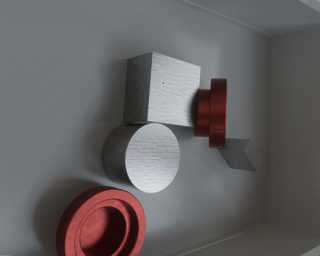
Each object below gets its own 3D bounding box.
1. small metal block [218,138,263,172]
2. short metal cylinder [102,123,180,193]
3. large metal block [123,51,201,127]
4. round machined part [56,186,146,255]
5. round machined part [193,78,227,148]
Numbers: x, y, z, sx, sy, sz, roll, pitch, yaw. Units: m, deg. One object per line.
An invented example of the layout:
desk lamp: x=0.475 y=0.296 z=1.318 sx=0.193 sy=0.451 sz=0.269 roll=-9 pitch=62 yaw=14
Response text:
small metal block: x=0.131 y=0.043 z=0.503 sx=0.050 sy=0.050 sz=0.025 roll=51 pitch=60 yaw=-28
short metal cylinder: x=-0.022 y=0.034 z=0.374 sx=0.081 sy=0.050 sz=0.079 roll=0 pitch=90 yaw=-40
large metal block: x=0.003 y=-0.044 z=0.395 sx=0.081 sy=0.050 sz=0.080 roll=7 pitch=86 yaw=-40
round machined part: x=-0.067 y=0.113 z=0.341 sx=0.099 sy=0.042 sz=0.097 roll=0 pitch=90 yaw=-40
round machined part: x=0.070 y=-0.021 z=0.436 sx=0.098 sy=0.042 sz=0.097 roll=1 pitch=91 yaw=-80
